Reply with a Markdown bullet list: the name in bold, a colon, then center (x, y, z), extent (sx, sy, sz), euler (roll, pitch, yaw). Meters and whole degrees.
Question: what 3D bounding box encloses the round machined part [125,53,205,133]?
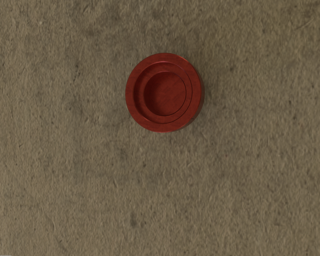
- **round machined part**: center (0.009, -0.043, 0.396), extent (0.098, 0.042, 0.097), euler (0, 90, 19)
